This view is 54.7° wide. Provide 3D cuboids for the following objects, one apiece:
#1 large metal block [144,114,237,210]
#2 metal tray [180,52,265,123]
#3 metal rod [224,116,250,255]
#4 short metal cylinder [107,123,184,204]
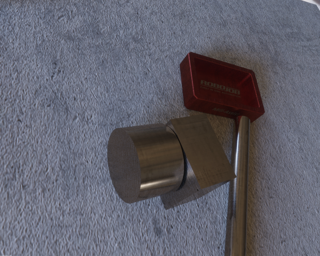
[{"bbox_3d":[0.030,0.040,0.361,0.050,0.080,0.080,-10,67,-33],"label":"large metal block"},{"bbox_3d":[0.099,-0.064,0.494,0.131,0.030,0.090,10,57,-23],"label":"metal tray"},{"bbox_3d":[0.098,0.107,0.393,0.025,0.025,0.300,24,53,-14],"label":"metal rod"},{"bbox_3d":[-0.018,0.037,0.338,0.050,0.080,0.080,-7,66,-32],"label":"short metal cylinder"}]
